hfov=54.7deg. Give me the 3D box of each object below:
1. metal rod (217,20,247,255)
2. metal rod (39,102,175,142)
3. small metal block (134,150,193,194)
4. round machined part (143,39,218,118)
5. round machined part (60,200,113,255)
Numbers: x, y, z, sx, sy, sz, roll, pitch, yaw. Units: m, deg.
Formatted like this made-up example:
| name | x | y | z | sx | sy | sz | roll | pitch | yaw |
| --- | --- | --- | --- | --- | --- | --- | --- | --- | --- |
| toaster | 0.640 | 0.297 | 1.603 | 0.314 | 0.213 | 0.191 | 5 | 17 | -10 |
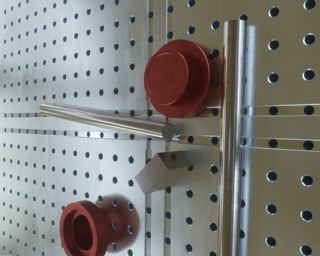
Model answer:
| name | x | y | z | sx | sy | sz | roll | pitch | yaw |
| --- | --- | --- | --- | --- | --- | --- | --- | --- | --- |
| metal rod | 0.079 | 0.034 | 0.344 | 0.025 | 0.025 | 0.298 | 3 | 92 | 40 |
| metal rod | -0.103 | -0.016 | 0.494 | 0.300 | 0.025 | 0.025 | 10 | 97 | 39 |
| small metal block | 0.005 | 0.055 | 0.389 | 0.050 | 0.050 | 0.025 | -49 | 61 | 29 |
| round machined part | 0.018 | -0.061 | 0.383 | 0.098 | 0.042 | 0.097 | 0 | 90 | 40 |
| round machined part | -0.114 | 0.164 | 0.493 | 0.098 | 0.042 | 0.097 | 0 | 90 | 40 |
